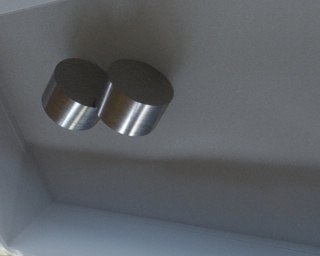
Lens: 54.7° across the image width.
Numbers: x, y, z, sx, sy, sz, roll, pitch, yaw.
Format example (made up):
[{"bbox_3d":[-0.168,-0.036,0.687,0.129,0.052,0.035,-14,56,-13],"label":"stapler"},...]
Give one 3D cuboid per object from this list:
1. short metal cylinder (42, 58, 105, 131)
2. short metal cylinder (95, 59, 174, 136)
[{"bbox_3d":[-0.105,-0.043,0.402,0.080,0.080,0.050,43,129,-1],"label":"short metal cylinder"},{"bbox_3d":[-0.031,-0.037,0.367,0.080,0.080,0.050,35,129,5],"label":"short metal cylinder"}]
